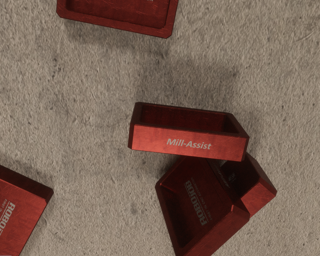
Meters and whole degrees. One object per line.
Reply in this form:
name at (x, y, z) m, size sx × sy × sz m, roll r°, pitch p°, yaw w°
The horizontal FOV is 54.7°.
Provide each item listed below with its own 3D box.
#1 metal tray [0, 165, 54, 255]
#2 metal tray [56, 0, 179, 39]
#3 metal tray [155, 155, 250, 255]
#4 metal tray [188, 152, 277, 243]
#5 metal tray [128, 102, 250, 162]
metal tray at (-0.225, 0.127, 0.451) m, size 0.090 × 0.030 × 0.129 m, roll 29°, pitch 107°, yaw -11°
metal tray at (-0.043, -0.158, 0.348) m, size 0.131 × 0.030 × 0.089 m, roll 10°, pitch 110°, yaw -4°
metal tray at (0.044, 0.088, 0.385) m, size 0.030 × 0.130 × 0.090 m, roll 33°, pitch 107°, yaw -28°
metal tray at (0.083, 0.097, 0.412) m, size 0.030 × 0.090 × 0.130 m, roll 40°, pitch 105°, yaw -14°
metal tray at (0.031, 0.002, 0.376) m, size 0.131 × 0.090 × 0.030 m, roll 7°, pitch 110°, yaw -3°
